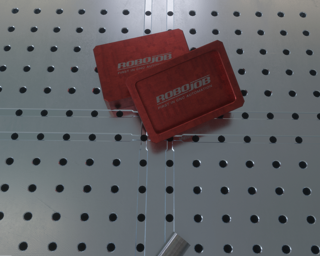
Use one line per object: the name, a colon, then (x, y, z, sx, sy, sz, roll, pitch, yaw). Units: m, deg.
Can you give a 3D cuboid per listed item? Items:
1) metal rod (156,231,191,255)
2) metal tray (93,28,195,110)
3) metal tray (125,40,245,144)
metal rod: (-0.068, 0.240, 0.323, 0.025, 0.025, 0.301, 37, 74, 12)
metal tray: (-0.021, -0.084, 0.440, 0.131, 0.030, 0.090, -14, 71, -5)
metal tray: (0.032, -0.046, 0.400, 0.131, 0.030, 0.090, -24, 99, -4)
